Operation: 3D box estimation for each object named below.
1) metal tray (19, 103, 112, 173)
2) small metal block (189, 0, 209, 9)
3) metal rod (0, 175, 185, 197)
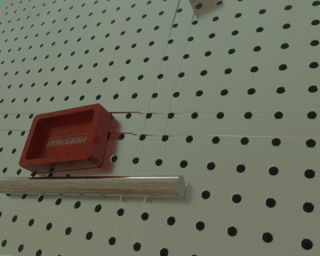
[{"bbox_3d":[-0.142,0.017,0.467,0.130,0.030,0.090,-8,58,23],"label":"metal tray"},{"bbox_3d":[0.067,-0.235,0.516,0.050,0.025,0.050,-23,53,13],"label":"small metal block"},{"bbox_3d":[-0.111,0.078,0.416,0.301,0.025,0.025,-5,60,25],"label":"metal rod"}]
